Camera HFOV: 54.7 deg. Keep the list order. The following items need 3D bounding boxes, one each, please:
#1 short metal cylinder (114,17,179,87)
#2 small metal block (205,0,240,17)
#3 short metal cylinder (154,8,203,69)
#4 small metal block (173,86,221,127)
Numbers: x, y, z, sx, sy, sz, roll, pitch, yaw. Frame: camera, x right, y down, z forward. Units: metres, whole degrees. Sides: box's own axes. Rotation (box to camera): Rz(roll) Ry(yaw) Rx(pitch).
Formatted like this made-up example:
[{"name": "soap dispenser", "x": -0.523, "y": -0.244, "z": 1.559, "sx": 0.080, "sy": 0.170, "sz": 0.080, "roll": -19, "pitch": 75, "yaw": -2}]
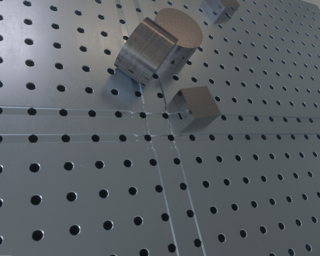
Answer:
[{"name": "short metal cylinder", "x": -0.018, "y": -0.103, "z": 0.426, "sx": 0.050, "sy": 0.080, "sz": 0.080, "roll": 36, "pitch": 51, "yaw": -5}, {"name": "small metal block", "x": 0.127, "y": -0.257, "z": 0.634, "sx": 0.050, "sy": 0.025, "sz": 0.050, "roll": -25, "pitch": 75, "yaw": -37}, {"name": "short metal cylinder", "x": 0.020, "y": -0.141, "z": 0.489, "sx": 0.081, "sy": 0.050, "sz": 0.080, "roll": 14, "pitch": 56, "yaw": -21}, {"name": "small metal block", "x": 0.054, "y": -0.033, "z": 0.457, "sx": 0.050, "sy": 0.025, "sz": 0.050, "roll": -11, "pitch": 67, "yaw": -33}]
